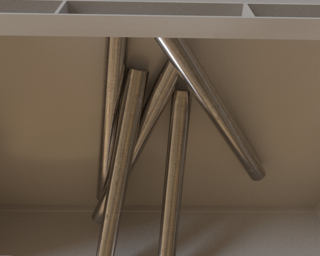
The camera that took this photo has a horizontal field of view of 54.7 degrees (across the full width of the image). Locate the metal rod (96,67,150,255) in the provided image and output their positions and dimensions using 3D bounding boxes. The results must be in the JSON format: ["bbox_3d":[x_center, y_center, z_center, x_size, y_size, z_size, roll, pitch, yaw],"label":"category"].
[{"bbox_3d":[-0.054,0.072,0.396,0.025,0.025,0.298,9,107,-8],"label":"metal rod"}]

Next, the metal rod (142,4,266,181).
[{"bbox_3d":[0.071,-0.017,0.373,0.025,0.025,0.300,-25,133,19],"label":"metal rod"}]

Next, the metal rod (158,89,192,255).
[{"bbox_3d":[0.016,0.098,0.409,0.025,0.025,0.298,4,104,-3],"label":"metal rod"}]

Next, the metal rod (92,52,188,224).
[{"bbox_3d":[-0.036,0.028,0.413,0.025,0.025,0.298,19,122,-15],"label":"metal rod"}]

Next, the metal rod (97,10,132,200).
[{"bbox_3d":[-0.066,-0.001,0.406,0.025,0.025,0.298,7,130,-6],"label":"metal rod"}]
